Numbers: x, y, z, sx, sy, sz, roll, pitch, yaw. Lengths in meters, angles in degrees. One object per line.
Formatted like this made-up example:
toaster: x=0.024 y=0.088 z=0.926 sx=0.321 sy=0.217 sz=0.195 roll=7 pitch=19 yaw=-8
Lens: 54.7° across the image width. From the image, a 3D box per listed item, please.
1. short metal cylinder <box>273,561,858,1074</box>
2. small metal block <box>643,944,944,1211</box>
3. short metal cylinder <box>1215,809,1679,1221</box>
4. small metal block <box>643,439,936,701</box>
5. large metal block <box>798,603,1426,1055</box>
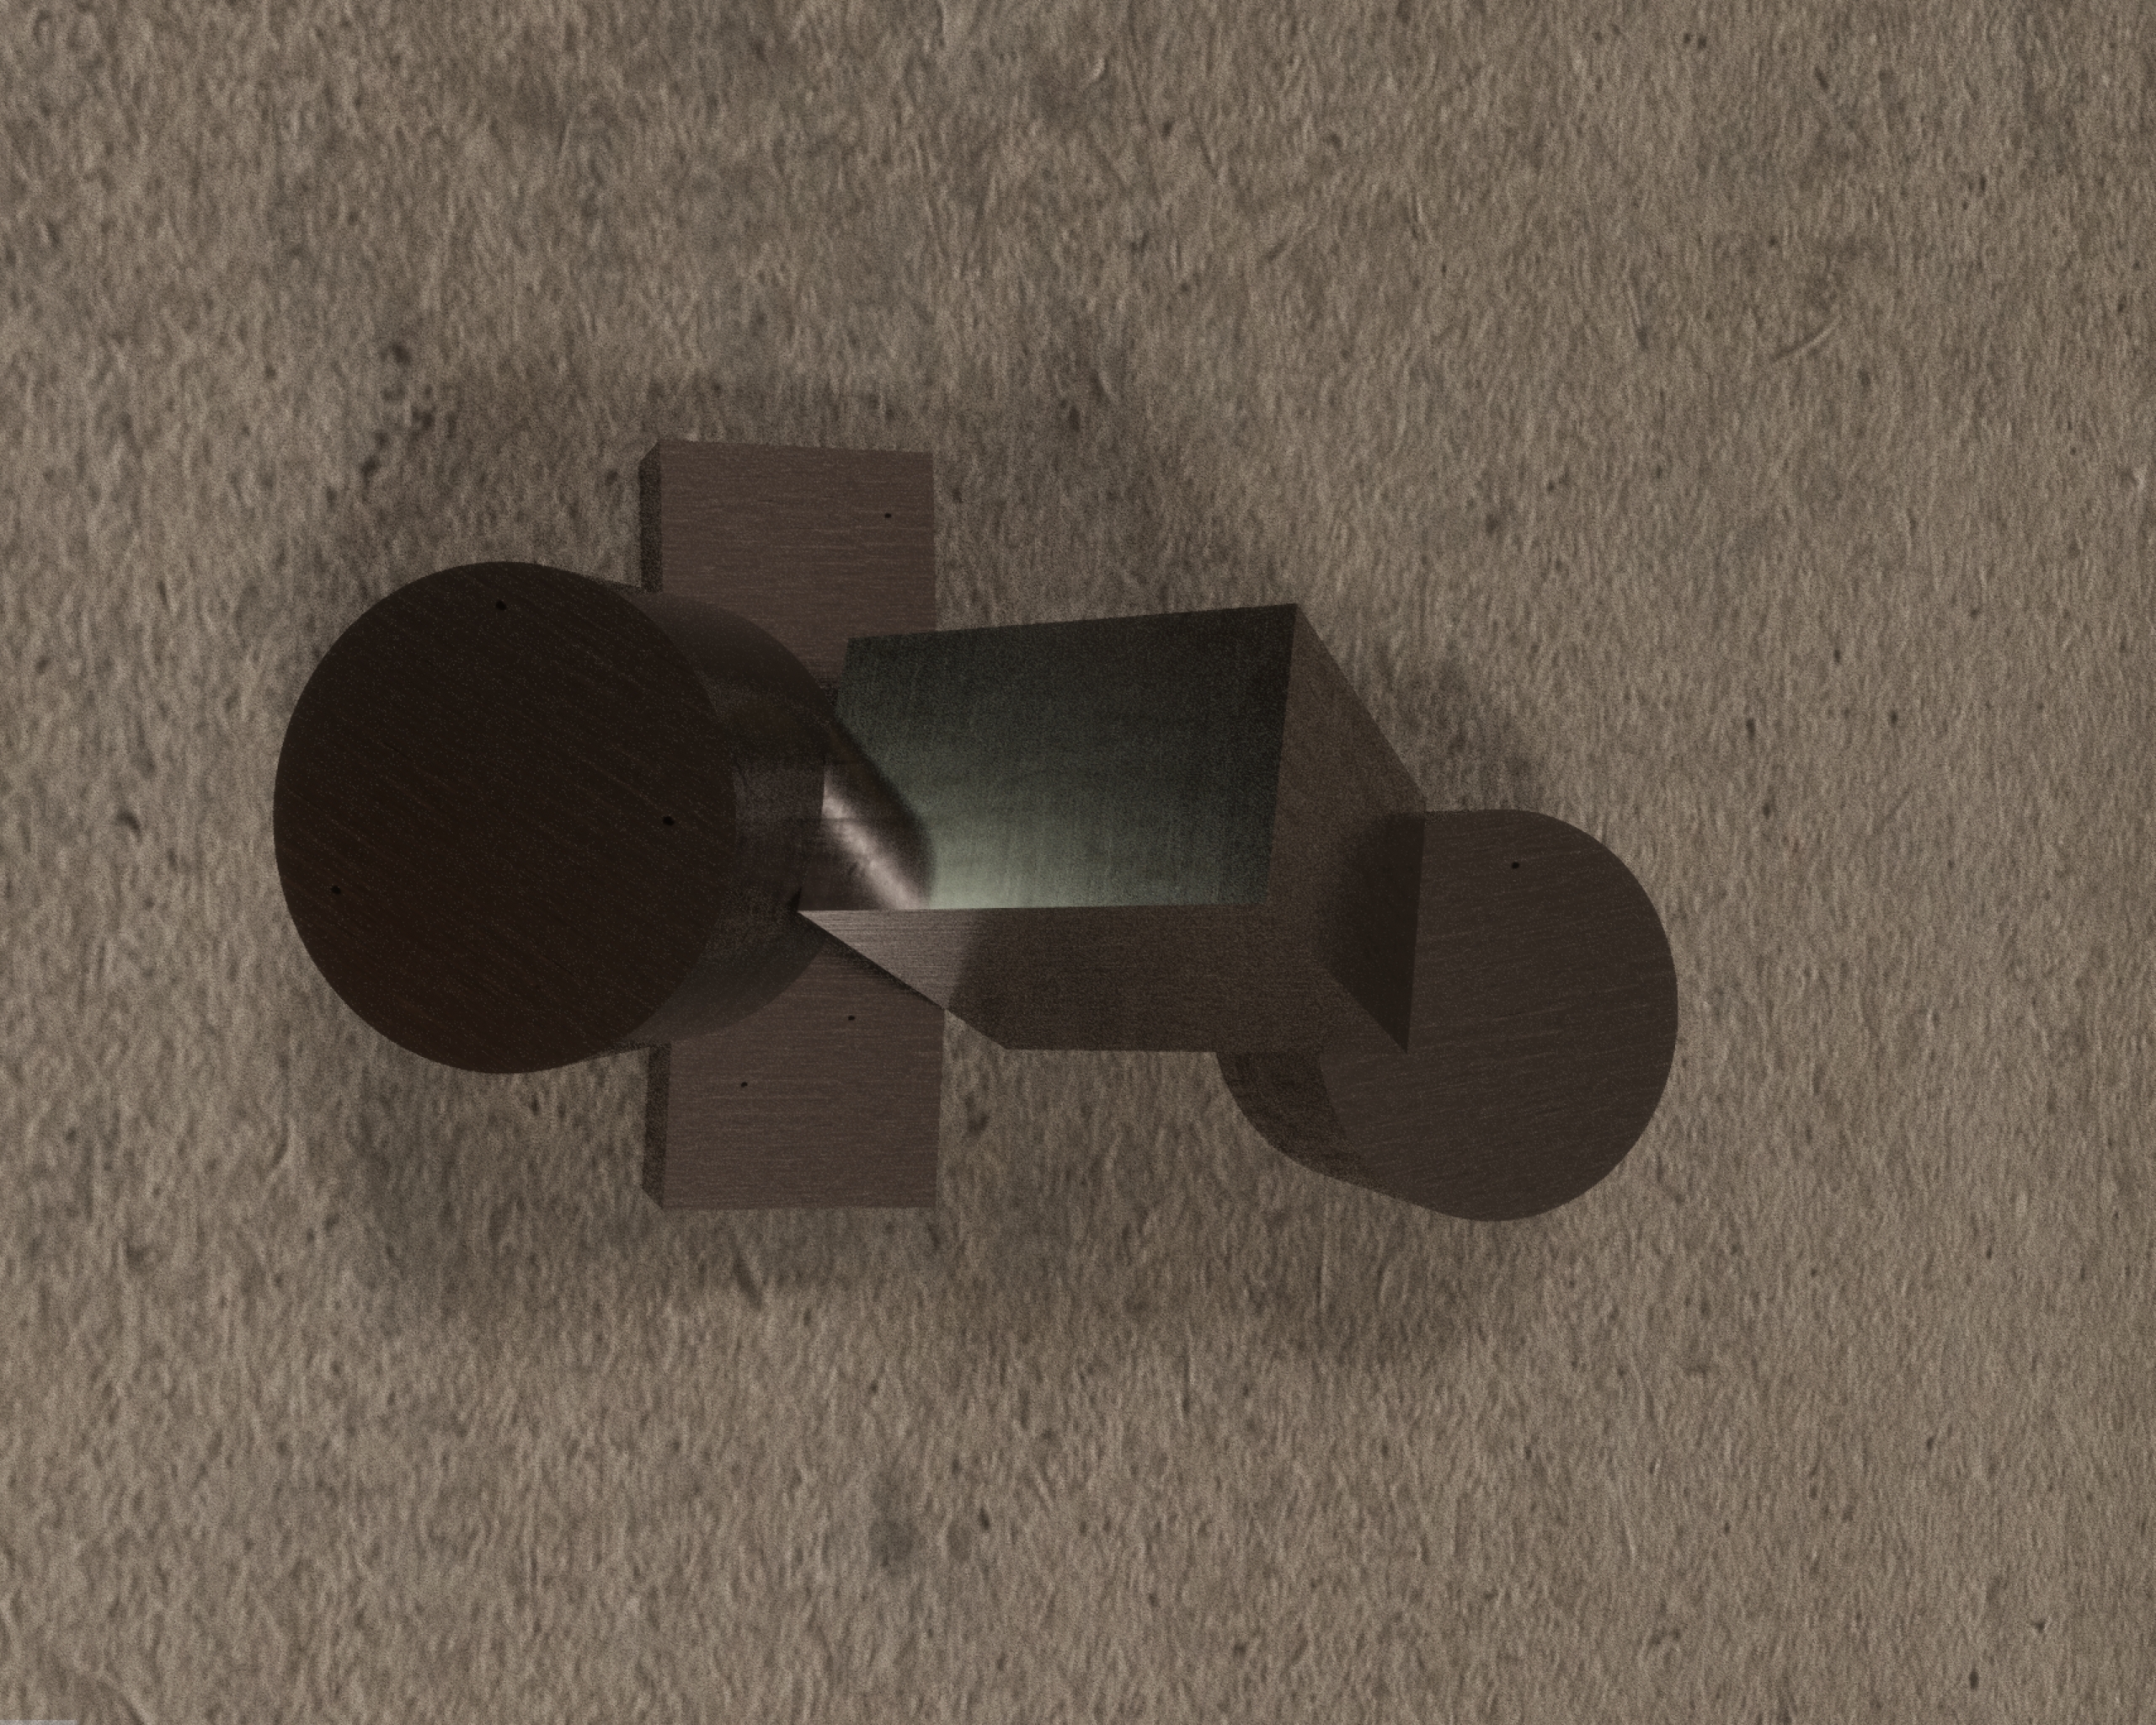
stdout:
short metal cylinder: x=-0.083 y=-0.007 z=0.348 sx=0.080 sy=0.050 sz=0.079 roll=0 pitch=91 yaw=15
small metal block: x=-0.053 y=0.038 z=0.391 sx=0.050 sy=0.025 sz=0.050 roll=3 pitch=89 yaw=-20
short metal cylinder: x=0.073 y=0.029 z=0.426 sx=0.081 sy=0.050 sz=0.079 roll=0 pitch=90 yaw=-21
small metal block: x=-0.054 y=-0.051 z=0.390 sx=0.050 sy=0.025 sz=0.050 roll=-1 pitch=91 yaw=-21
large metal block: x=0.010 y=-0.002 z=0.366 sx=0.080 sy=0.080 sz=0.050 roll=43 pitch=50 yaw=-58
